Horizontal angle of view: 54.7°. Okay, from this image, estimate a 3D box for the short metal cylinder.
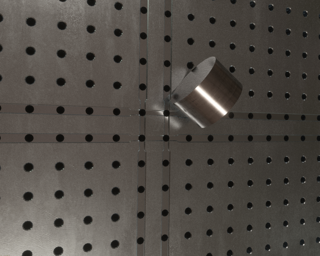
[{"bbox_3d":[0.060,-0.047,0.407,0.050,0.080,0.080,41,77,-16],"label":"short metal cylinder"}]
